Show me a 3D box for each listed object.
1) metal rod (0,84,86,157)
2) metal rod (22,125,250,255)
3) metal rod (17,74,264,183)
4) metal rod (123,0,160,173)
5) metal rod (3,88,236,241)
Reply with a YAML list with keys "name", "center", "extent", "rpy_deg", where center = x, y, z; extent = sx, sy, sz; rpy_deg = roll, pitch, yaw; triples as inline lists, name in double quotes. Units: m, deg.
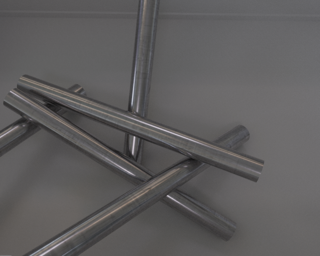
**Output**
- name: "metal rod"
  center: [-0.197, 0.032, 0.336]
  extent: [0.025, 0.025, 0.302]
  rpy_deg: [37, 51, 12]
- name: "metal rod"
  center: [-0.004, 0.063, 0.324]
  extent: [0.302, 0.025, 0.025]
  rpy_deg: [-27, 71, -34]
- name: "metal rod"
  center: [-0.033, -0.005, 0.357]
  extent: [0.301, 0.025, 0.025]
  rpy_deg: [20, 71, 13]
- name: "metal rod"
  center: [-0.020, -0.089, 0.375]
  extent: [0.025, 0.025, 0.298]
  rpy_deg: [7, 96, 2]
- name: "metal rod"
  center: [-0.045, 0.043, 0.363]
  extent: [0.301, 0.025, 0.025]
  rpy_deg: [32, 73, -1]
